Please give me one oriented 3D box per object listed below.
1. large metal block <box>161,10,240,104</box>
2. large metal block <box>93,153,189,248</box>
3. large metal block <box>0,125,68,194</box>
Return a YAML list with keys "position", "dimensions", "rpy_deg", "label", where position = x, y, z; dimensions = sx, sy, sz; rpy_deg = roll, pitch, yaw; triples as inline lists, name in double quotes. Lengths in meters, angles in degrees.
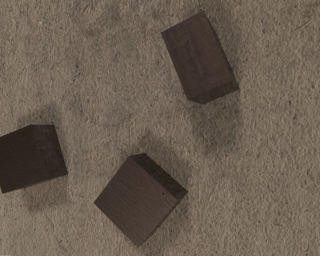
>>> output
- position: [0.050, -0.076, 0.362]
  dimensions: [0.050, 0.080, 0.080]
  rpy_deg: [-23, 83, 18]
  label: "large metal block"
- position: [-0.024, 0.090, 0.403]
  dimensions: [0.080, 0.050, 0.080]
  rpy_deg: [41, 102, 15]
  label: "large metal block"
- position: [-0.196, 0.045, 0.463]
  dimensions: [0.080, 0.050, 0.080]
  rpy_deg: [-19, 84, 18]
  label: "large metal block"
